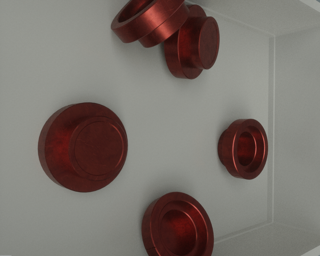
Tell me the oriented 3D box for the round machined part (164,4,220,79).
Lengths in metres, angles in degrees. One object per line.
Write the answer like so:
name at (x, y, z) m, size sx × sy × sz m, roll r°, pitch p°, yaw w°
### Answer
round machined part at (0.049, -0.114, 0.417) m, size 0.099 × 0.042 × 0.097 m, roll -27°, pitch 123°, yaw -54°

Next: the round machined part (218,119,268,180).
round machined part at (0.133, 0.034, 0.510) m, size 0.099 × 0.042 × 0.097 m, roll 0°, pitch 90°, yaw -40°

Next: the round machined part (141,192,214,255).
round machined part at (0.018, 0.135, 0.397) m, size 0.099 × 0.042 × 0.098 m, roll 20°, pitch 52°, yaw -28°

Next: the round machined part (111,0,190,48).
round machined part at (-0.006, -0.131, 0.356) m, size 0.042 × 0.098 × 0.098 m, roll 47°, pitch 62°, yaw -30°

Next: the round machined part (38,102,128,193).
round machined part at (-0.075, 0.021, 0.334) m, size 0.099 × 0.042 × 0.097 m, roll 0°, pitch 90°, yaw -40°
